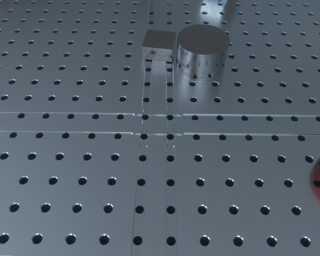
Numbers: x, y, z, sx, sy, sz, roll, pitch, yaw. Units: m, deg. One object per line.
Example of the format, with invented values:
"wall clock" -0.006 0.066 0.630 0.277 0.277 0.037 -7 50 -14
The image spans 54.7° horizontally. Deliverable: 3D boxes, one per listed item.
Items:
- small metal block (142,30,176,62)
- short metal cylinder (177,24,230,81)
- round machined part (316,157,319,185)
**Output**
"small metal block" -0.001 -0.140 0.525 0.050 0.025 0.050 7 50 6
"short metal cylinder" 0.067 -0.121 0.493 0.081 0.050 0.080 0 50 0
"round machined part" 0.238 0.050 0.356 0.099 0.042 0.098 0 50 0
